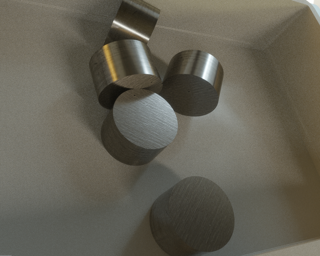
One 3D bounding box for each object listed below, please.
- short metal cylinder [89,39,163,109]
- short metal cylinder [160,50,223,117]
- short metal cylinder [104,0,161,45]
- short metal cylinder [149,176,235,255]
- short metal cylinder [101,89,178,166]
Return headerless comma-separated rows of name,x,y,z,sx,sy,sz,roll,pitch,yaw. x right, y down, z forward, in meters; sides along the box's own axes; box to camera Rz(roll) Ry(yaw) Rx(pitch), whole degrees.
short metal cylinder,-0.043,-0.064,0.386,0.081,0.080,0.050,-6,65,-31
short metal cylinder,0.045,-0.061,0.432,0.080,0.080,0.050,27,53,-12
short metal cylinder,-0.040,-0.140,0.434,0.050,0.080,0.080,24,53,-14
short metal cylinder,0.035,0.100,0.347,0.081,0.050,0.080,14,56,-21
short metal cylinder,-0.026,-0.001,0.376,0.081,0.050,0.080,13,56,-21
